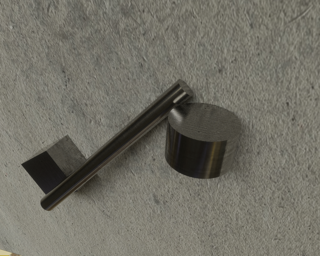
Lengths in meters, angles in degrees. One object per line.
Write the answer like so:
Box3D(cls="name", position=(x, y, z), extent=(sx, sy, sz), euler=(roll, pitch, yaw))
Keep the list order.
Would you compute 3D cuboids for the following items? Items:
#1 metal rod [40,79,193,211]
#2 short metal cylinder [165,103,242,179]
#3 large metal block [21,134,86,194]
Box3D(cls="metal rod", position=(-0.075, 0.037, 0.428), extent=(0.299, 0.025, 0.025), euler=(-39, 97, 26))
Box3D(cls="short metal cylinder", position=(0.047, 0.012, 0.353), extent=(0.080, 0.080, 0.050), euler=(17, 125, 18))
Box3D(cls="large metal block", position=(-0.170, 0.068, 0.519), extent=(0.080, 0.050, 0.080), euler=(-24, 106, 36))
